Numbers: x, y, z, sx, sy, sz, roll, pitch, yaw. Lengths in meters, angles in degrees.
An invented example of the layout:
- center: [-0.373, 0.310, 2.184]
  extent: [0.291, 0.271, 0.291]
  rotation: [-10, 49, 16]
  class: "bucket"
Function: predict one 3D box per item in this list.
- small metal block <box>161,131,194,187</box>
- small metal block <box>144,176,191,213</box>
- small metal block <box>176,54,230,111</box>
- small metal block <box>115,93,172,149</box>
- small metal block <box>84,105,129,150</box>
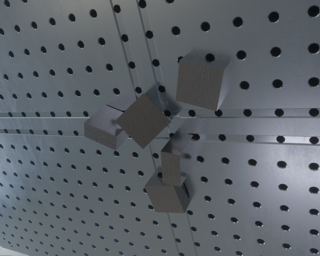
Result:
- center: [0.024, 0.040, 0.408]
  extent: [0.025, 0.050, 0.050]
  rotation: [10, 123, 23]
  class: "small metal block"
- center: [0.012, 0.100, 0.467]
  extent: [0.050, 0.025, 0.050]
  rotation: [-8, 115, 31]
  class: "small metal block"
- center: [0.048, -0.052, 0.354]
  extent: [0.050, 0.025, 0.050]
  rotation: [16, 125, 19]
  class: "small metal block"
- center: [-0.021, -0.009, 0.401]
  extent: [0.050, 0.025, 0.050]
  rotation: [-45, 94, 0]
  class: "small metal block"
- center: [-0.069, -0.002, 0.430]
  extent: [0.050, 0.050, 0.025]
  rotation: [22, 130, 15]
  class: "small metal block"
